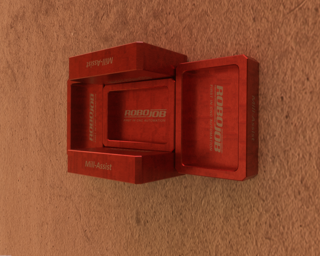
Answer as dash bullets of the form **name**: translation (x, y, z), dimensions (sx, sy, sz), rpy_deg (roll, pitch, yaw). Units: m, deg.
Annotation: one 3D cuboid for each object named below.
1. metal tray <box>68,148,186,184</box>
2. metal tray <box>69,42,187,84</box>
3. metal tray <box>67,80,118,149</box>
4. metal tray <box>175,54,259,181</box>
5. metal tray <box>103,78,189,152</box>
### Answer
- **metal tray**: translation (-0.044, 0.043, 0.396), dimensions (0.130, 0.091, 0.030), rpy_deg (1, 91, 39)
- **metal tray**: translation (-0.042, -0.077, 0.397), dimensions (0.130, 0.091, 0.030), rpy_deg (1, 91, 39)
- **metal tray**: translation (-0.108, -0.017, 0.490), dimensions (0.090, 0.030, 0.129), rpy_deg (1, 90, 39)
- **metal tray**: translation (0.062, -0.011, 0.350), dimensions (0.090, 0.030, 0.129), rpy_deg (1, 90, 39)
- **metal tray**: translation (-0.024, -0.017, 0.420), dimensions (0.130, 0.030, 0.089), rpy_deg (1, 91, 39)
